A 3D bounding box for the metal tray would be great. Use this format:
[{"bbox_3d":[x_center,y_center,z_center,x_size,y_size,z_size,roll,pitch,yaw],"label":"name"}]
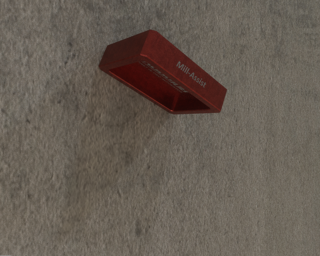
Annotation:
[{"bbox_3d":[0.005,-0.058,0.368,0.131,0.090,0.030,30,72,-36],"label":"metal tray"}]
